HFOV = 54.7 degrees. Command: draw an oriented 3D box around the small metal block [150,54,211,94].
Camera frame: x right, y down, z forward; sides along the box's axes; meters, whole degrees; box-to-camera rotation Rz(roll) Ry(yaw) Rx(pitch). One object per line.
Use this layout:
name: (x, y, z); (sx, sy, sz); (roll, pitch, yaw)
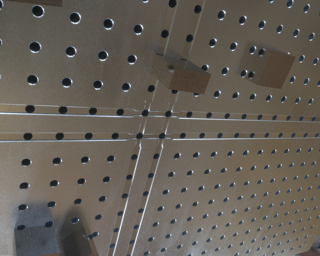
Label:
small metal block: (0.024, -0.064, 0.370); (0.050, 0.050, 0.025); (4, 116, -31)

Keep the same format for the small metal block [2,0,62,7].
small metal block: (-0.112, -0.122, 0.259); (0.050, 0.050, 0.025); (-4, 120, -27)

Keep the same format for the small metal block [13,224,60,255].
small metal block: (-0.162, 0.156, 0.404); (0.050, 0.050, 0.025); (3, 117, -30)

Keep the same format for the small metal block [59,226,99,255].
small metal block: (-0.119, 0.178, 0.441); (0.050, 0.050, 0.025); (-31, 129, -9)

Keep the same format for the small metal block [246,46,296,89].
small metal block: (0.160, -0.087, 0.448); (0.050, 0.025, 0.050); (3, 117, -30)
